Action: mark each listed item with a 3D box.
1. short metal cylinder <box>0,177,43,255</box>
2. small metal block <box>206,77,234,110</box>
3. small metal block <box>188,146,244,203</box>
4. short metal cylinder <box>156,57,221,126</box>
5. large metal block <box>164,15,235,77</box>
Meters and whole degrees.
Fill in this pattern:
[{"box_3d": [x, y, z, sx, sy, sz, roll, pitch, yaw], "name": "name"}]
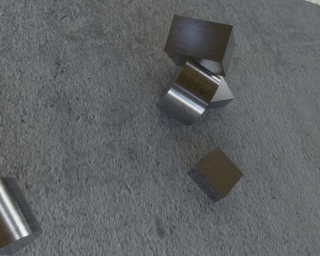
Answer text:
[{"box_3d": [-0.142, 0.081, 0.243, 0.081, 0.080, 0.050, -24, 75, -37], "name": "short metal cylinder"}, {"box_3d": [0.079, -0.058, 0.481, 0.050, 0.025, 0.050, -11, 68, -33], "name": "small metal block"}, {"box_3d": [0.073, 0.061, 0.406, 0.050, 0.025, 0.050, 48, 51, 5], "name": "small metal block"}, {"box_3d": [0.037, -0.049, 0.418, 0.050, 0.080, 0.080, 32, 52, -8], "name": "short metal cylinder"}, {"box_3d": [0.060, -0.115, 0.445, 0.080, 0.080, 0.050, 16, 90, 16], "name": "large metal block"}]
